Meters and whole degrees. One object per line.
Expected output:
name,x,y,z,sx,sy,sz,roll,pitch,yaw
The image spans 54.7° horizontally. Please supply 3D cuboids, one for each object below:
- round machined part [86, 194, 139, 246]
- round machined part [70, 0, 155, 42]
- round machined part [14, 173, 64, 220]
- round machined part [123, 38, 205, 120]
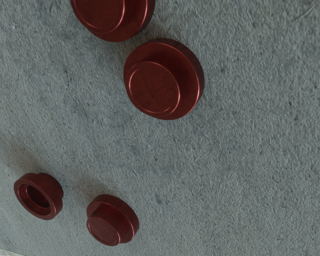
round machined part,-0.090,0.169,0.548,0.098,0.042,0.097,13,124,21
round machined part,-0.058,-0.142,0.339,0.098,0.042,0.097,13,124,21
round machined part,-0.225,0.125,0.592,0.098,0.042,0.097,13,124,21
round machined part,-0.001,-0.052,0.364,0.098,0.042,0.097,13,124,21
